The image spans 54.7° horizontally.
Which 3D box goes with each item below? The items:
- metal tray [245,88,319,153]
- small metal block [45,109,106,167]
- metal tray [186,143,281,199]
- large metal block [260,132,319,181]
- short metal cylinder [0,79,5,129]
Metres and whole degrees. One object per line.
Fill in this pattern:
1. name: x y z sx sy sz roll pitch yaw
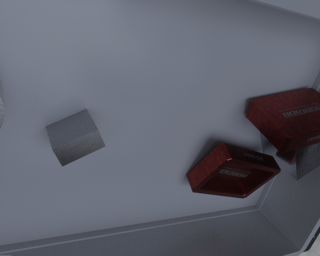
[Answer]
1. metal tray: 0.210 -0.016 0.469 0.131 0.090 0.030 -12 135 -22
2. small metal block: -0.095 0.009 0.347 0.050 0.050 0.025 -26 128 -13
3. metal tray: 0.120 0.073 0.500 0.131 0.030 0.090 15 130 -35
4. large metal block: 0.212 0.024 0.507 0.050 0.080 0.080 -30 129 -10
5. short metal cylinder: -0.185 -0.024 0.277 0.081 0.050 0.079 -14 125 -21
